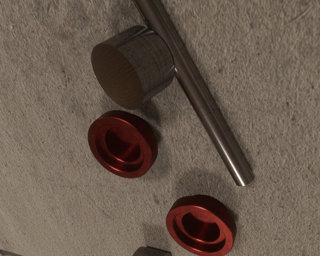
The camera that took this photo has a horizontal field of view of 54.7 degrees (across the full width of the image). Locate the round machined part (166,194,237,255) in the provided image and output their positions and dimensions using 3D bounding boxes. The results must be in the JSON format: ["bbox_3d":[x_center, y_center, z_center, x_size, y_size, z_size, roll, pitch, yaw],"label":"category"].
[{"bbox_3d":[0.062,0.135,0.446,0.098,0.042,0.097,13,124,20],"label":"round machined part"}]

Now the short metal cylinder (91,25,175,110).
[{"bbox_3d":[-0.031,-0.067,0.348,0.080,0.050,0.080,32,144,27],"label":"short metal cylinder"}]

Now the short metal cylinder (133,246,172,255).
[{"bbox_3d":[-0.017,0.252,0.534,0.050,0.080,0.079,4,120,26],"label":"short metal cylinder"}]

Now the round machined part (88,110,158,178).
[{"bbox_3d":[-0.047,0.018,0.430,0.098,0.042,0.097,13,124,20],"label":"round machined part"}]

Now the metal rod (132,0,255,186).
[{"bbox_3d":[0.032,-0.059,0.352,0.025,0.025,0.299,-21,108,35],"label":"metal rod"}]
